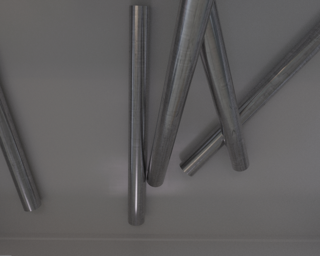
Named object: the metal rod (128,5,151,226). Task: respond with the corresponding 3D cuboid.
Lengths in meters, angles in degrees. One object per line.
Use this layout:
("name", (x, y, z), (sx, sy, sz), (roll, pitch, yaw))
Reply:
("metal rod", (-0.029, -0.002, 0.410), (0.025, 0.025, 0.298), (2, 110, -1))

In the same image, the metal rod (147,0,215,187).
("metal rod", (0.012, -0.019, 0.325), (0.025, 0.025, 0.298), (8, 141, -3))

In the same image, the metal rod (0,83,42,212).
("metal rod", (-0.210, -0.024, 0.400), (0.025, 0.025, 0.298), (-9, 110, 3))

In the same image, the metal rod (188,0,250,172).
("metal rod", (0.063, -0.047, 0.322), (0.025, 0.025, 0.299), (-20, 135, 7))

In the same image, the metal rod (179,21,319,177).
("metal rod", (0.134, -0.048, 0.394), (0.025, 0.025, 0.299), (39, 105, -13))
